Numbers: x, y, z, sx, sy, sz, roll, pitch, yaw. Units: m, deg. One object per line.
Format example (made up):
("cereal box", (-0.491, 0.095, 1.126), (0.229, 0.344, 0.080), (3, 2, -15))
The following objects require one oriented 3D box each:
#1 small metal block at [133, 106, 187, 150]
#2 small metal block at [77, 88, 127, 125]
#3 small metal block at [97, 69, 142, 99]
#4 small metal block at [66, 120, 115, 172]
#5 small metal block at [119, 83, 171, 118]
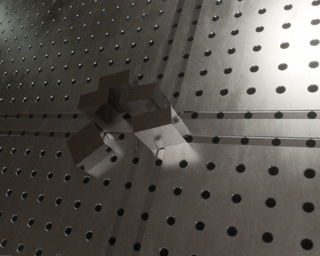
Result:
("small metal block", (0.001, 0.002, 0.390), (0.050, 0.050, 0.025), (-14, 56, 20))
("small metal block", (-0.083, -0.029, 0.452), (0.050, 0.050, 0.025), (-10, 58, 22))
("small metal block", (-0.054, -0.055, 0.453), (0.050, 0.050, 0.025), (-10, 57, 22))
("small metal block", (-0.100, 0.026, 0.443), (0.050, 0.025, 0.050), (-37, 51, 3))
("small metal block", (-0.019, -0.034, 0.422), (0.050, 0.050, 0.025), (-5, 60, 25))
